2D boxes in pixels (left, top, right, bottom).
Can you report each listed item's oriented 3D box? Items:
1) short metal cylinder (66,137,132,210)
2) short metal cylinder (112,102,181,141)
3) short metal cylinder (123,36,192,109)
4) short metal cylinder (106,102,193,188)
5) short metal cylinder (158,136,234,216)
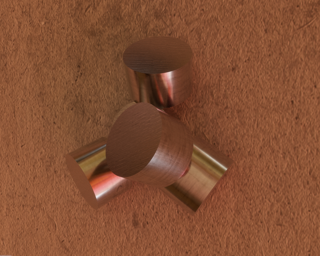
[{"bbox_3d":[-0.080,0.058,0.403,0.080,0.050,0.079,38,144,36],"label":"short metal cylinder"},{"bbox_3d":[-0.015,0.006,0.402,0.080,0.050,0.080,0,89,19],"label":"short metal cylinder"},{"bbox_3d":[-0.001,-0.068,0.375,0.080,0.080,0.050,15,138,19],"label":"short metal cylinder"},{"bbox_3d":[-0.012,0.019,0.330,0.080,0.050,0.080,-21,56,36],"label":"short metal cylinder"},{"bbox_3d":[0.043,0.056,0.366,0.050,0.080,0.080,36,102,16],"label":"short metal cylinder"}]
